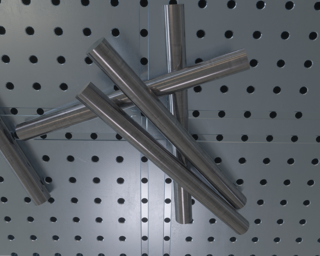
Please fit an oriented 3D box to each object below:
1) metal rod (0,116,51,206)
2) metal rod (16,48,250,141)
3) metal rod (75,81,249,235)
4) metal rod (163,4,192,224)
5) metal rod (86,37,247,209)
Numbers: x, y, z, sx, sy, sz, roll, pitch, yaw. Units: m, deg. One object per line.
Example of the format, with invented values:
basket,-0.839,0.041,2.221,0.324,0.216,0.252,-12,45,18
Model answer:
metal rod,-0.229,-0.024,0.402,0.025,0.025,0.299,-22,109,8
metal rod,-0.043,-0.036,0.380,0.301,0.025,0.025,-16,110,13
metal rod,0.017,0.051,0.401,0.025,0.025,0.300,-42,112,14
metal rod,0.026,-0.004,0.412,0.025,0.025,0.298,-4,110,1
metal rod,0.025,0.013,0.383,0.025,0.025,0.300,-37,119,12
